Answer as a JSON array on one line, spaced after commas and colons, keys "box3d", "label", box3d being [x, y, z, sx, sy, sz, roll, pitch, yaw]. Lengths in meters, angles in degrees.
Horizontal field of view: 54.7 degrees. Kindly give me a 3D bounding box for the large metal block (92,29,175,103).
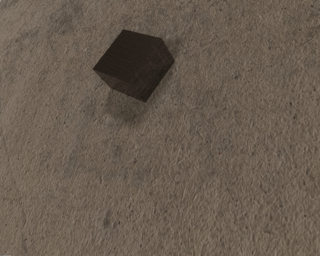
[{"box3d": [-0.039, -0.095, 0.465, 0.080, 0.050, 0.080, 25, 75, 36], "label": "large metal block"}]
